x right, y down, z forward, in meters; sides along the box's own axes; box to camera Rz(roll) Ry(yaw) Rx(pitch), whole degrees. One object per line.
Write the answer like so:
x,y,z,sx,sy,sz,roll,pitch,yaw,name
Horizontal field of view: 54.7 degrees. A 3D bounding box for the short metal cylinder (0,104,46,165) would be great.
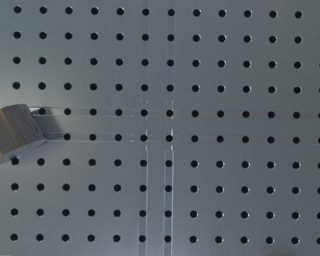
-0.192,0.011,0.384,0.080,0.080,0.050,-28,90,0,short metal cylinder
